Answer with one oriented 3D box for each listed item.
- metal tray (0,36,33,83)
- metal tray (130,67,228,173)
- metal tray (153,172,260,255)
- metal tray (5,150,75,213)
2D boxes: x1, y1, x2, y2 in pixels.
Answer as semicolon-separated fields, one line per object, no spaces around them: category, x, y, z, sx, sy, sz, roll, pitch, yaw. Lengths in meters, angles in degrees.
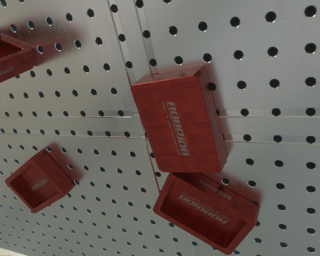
metal tray;-0.252;-0.089;0.418;0.090;0.131;0.030;23;127;14
metal tray;0.026;-0.005;0.390;0.090;0.030;0.129;-4;117;29
metal tray;0.062;0.117;0.446;0.130;0.030;0.089;28;128;10
metal tray;-0.232;0.106;0.592;0.130;0.030;0.090;-32;101;38
